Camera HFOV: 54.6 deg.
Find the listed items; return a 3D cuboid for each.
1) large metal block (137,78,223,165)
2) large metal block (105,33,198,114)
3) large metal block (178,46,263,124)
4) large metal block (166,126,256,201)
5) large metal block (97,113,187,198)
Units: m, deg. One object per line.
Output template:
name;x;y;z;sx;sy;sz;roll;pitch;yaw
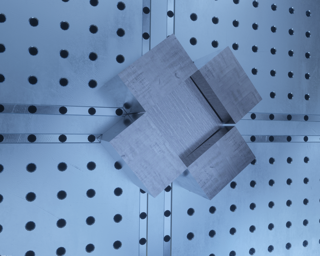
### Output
large metal block;0.020;-0.011;0.405;0.080;0.050;0.080;-40;101;-14
large metal block;-0.014;-0.062;0.378;0.080;0.080;0.050;-40;103;-15
large metal block;0.073;-0.052;0.410;0.050;0.080;0.080;-41;103;-16
large metal block;0.061;0.041;0.407;0.080;0.080;0.050;-39;103;-16
large metal block;-0.025;0.030;0.374;0.050;0.080;0.080;-41;103;-15
